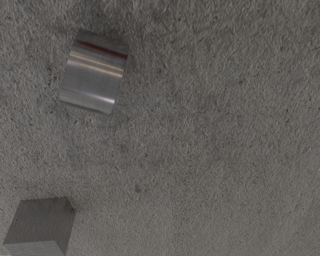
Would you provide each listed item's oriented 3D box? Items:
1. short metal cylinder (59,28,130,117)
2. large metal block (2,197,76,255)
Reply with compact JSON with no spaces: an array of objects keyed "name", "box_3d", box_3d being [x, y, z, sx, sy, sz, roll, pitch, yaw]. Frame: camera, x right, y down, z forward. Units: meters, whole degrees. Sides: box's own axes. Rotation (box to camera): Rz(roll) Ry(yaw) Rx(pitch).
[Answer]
[{"name":"short metal cylinder","box_3d":[-0.068,-0.057,0.322,0.050,0.080,0.079,16,128,-13]},{"name":"large metal block","box_3d":[-0.194,0.164,0.509,0.080,0.080,0.050,-6,130,4]}]
